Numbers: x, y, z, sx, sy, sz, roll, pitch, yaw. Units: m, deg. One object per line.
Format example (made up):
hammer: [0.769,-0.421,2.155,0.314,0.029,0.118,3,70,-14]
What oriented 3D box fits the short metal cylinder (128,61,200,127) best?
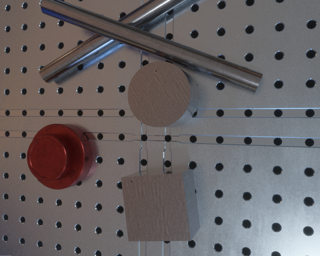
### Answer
short metal cylinder: [0.006,-0.041,0.396,0.080,0.050,0.079,0,90,19]

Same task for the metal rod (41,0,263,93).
metal rod: [-0.018,-0.111,0.397,0.301,0.025,0.025,23,98,10]

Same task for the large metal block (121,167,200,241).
large metal block: [0.002,0.097,0.398,0.080,0.050,0.080,-8,88,19]

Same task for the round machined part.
round machined part: [-0.154,0.042,0.456,0.098,0.042,0.097,0,90,19]

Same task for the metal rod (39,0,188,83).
metal rod: [-0.045,-0.141,0.427,0.300,0.025,0.025,-26,82,17]
